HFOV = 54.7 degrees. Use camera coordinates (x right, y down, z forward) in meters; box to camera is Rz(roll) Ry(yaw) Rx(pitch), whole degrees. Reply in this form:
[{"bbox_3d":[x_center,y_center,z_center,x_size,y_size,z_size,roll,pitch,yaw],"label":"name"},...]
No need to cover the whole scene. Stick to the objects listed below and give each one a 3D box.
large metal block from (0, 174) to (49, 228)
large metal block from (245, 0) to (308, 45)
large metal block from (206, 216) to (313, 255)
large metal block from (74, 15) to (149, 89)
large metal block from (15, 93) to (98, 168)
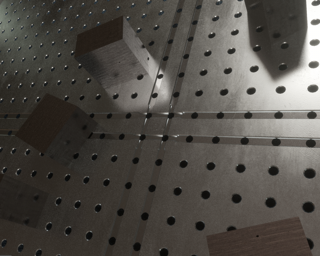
[{"bbox_3d":[-0.219,0.098,0.425,0.080,0.080,0.050,1,62,28],"label":"large metal block"},{"bbox_3d":[0.145,-0.171,0.402,0.050,0.080,0.080,-26,53,12],"label":"large metal block"},{"bbox_3d":[0.092,0.129,0.264,0.080,0.050,0.080,-18,55,17],"label":"large metal block"},{"bbox_3d":[-0.072,-0.113,0.478,0.080,0.080,0.050,-16,56,19],"label":"large metal block"},{"bbox_3d":[-0.157,0.002,0.471,0.080,0.050,0.080,22,73,35],"label":"large metal block"}]
